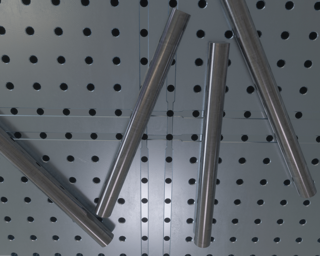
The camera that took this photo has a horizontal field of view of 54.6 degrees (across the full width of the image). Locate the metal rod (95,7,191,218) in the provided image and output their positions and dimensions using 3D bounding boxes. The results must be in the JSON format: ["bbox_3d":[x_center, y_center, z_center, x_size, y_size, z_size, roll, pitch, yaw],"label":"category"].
[{"bbox_3d":[-0.030,-0.006,0.410,0.025,0.025,0.298,20,109,-7],"label":"metal rod"}]

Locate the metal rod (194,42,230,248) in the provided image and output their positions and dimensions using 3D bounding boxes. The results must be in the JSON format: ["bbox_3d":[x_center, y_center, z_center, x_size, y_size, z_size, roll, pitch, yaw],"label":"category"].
[{"bbox_3d":[0.069,0.036,0.427,0.025,0.025,0.298,1,110,-1],"label":"metal rod"}]

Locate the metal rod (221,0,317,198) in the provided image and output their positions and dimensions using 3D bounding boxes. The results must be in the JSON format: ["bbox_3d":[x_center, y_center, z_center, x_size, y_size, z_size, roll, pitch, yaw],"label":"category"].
[{"bbox_3d":[0.146,-0.032,0.402,0.025,0.025,0.299,-25,108,9],"label":"metal rod"}]

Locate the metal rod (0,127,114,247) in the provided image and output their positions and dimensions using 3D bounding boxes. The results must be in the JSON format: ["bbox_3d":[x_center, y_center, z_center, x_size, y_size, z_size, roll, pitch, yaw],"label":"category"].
[{"bbox_3d":[-0.175,0.063,0.435,0.025,0.025,0.300,-37,106,12],"label":"metal rod"}]
